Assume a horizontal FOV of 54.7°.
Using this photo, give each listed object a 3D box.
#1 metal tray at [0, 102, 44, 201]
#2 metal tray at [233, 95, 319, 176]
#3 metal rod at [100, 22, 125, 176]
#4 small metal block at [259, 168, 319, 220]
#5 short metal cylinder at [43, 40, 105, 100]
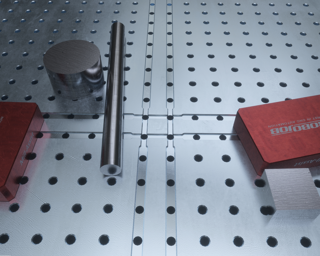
[{"bbox_3d":[-0.209,0.023,0.383,0.091,0.030,0.130,2,50,1],"label":"metal tray"},{"bbox_3d":[0.173,0.006,0.400,0.131,0.030,0.090,-10,51,-9],"label":"metal tray"},{"bbox_3d":[-0.067,-0.065,0.461,0.025,0.025,0.300,-2,50,-2],"label":"metal rod"},{"bbox_3d":[0.145,0.073,0.347,0.050,0.025,0.050,-1,50,-1],"label":"small metal block"},{"bbox_3d":[-0.127,-0.088,0.464,0.080,0.050,0.080,0,50,0],"label":"short metal cylinder"}]
